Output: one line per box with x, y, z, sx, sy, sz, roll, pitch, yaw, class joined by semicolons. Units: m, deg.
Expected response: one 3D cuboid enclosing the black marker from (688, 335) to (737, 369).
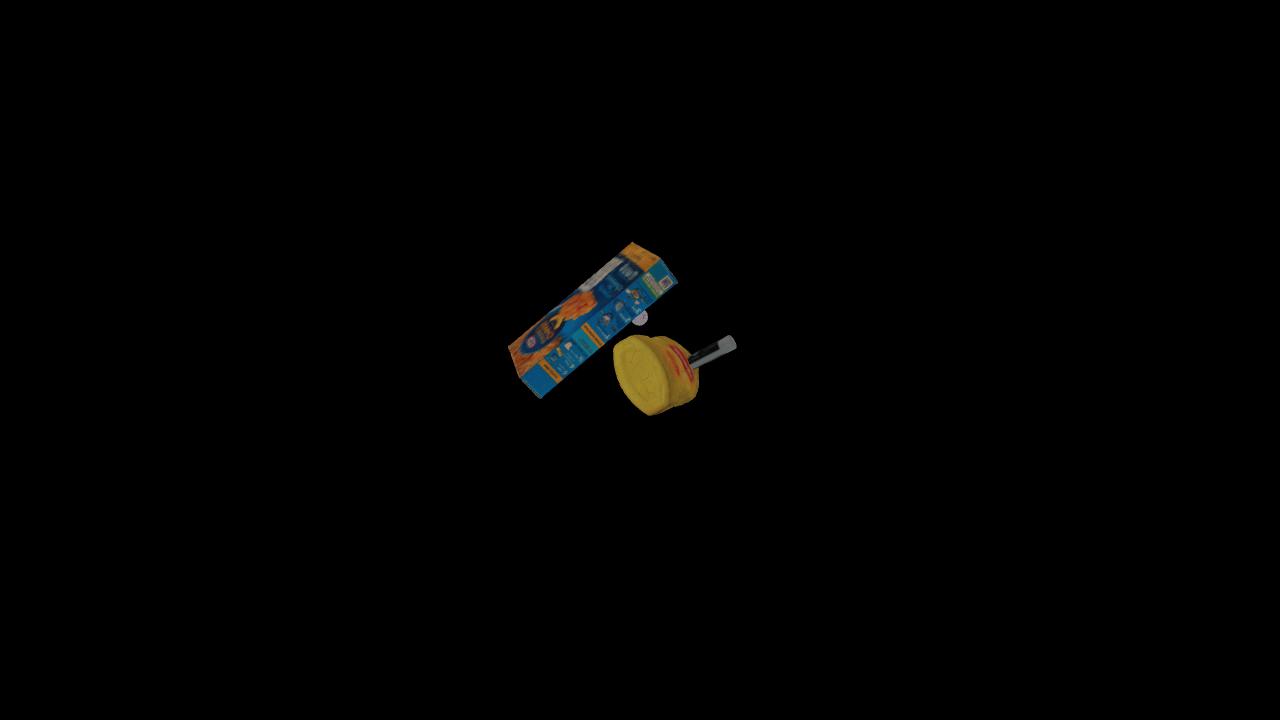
0.063;0.004;0.759;0.121;0.020;0.020;-28;-14;27;black marker

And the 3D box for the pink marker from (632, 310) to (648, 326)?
-0.010;-0.059;0.716;0.020;0.020;0.121;0;13;-9;pink marker

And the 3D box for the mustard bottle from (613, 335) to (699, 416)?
0.032;0.013;0.741;0.054;0.092;0.184;-36;-11;18;mustard bottle

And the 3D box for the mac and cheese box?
-0.054;-0.046;0.652;0.184;0.041;0.093;-40;29;-1;mac and cheese box
